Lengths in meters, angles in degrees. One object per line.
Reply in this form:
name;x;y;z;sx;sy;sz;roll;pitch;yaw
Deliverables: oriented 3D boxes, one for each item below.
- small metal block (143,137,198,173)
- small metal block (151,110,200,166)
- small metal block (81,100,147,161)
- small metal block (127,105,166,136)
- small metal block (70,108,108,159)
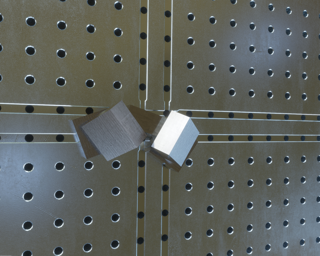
small metal block;0.015;0.024;0.419;0.050;0.025;0.050;37;78;-17
small metal block;0.020;0.014;0.380;0.050;0.025;0.050;-60;152;-11
small metal block;-0.052;0.004;0.351;0.050;0.050;0.025;55;35;-12
small metal block;-0.024;-0.008;0.391;0.050;0.050;0.025;20;84;-19
small metal block;-0.077;0.006;0.385;0.050;0.025;0.050;-21;97;-19
